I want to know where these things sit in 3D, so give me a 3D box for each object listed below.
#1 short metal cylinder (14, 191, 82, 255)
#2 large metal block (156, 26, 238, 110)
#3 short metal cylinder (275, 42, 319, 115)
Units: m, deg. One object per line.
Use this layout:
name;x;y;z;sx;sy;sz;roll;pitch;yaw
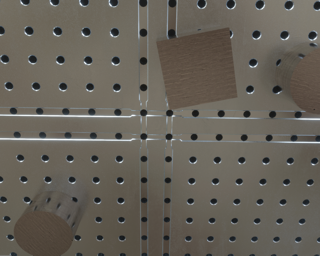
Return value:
short metal cylinder;-0.161;0.139;0.450;0.081;0.050;0.079;0;110;0
large metal block;0.043;-0.074;0.373;0.080;0.050;0.079;-11;110;4
short metal cylinder;0.190;-0.062;0.379;0.081;0.050;0.079;0;110;0
